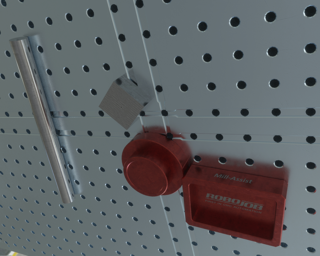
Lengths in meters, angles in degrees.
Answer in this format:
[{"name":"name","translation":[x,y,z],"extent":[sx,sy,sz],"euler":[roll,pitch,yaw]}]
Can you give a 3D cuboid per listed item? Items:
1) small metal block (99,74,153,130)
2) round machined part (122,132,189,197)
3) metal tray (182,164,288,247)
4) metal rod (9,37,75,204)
[{"name":"small metal block","translation":[-0.046,-0.034,0.413],"extent":[0.050,0.025,0.050],"euler":[40,129,0]},{"name":"round machined part","translation":[-0.012,0.058,0.442],"extent":[0.098,0.042,0.097],"euler":[13,124,20]},{"name":"metal tray","translation":[0.098,0.103,0.419],"extent":[0.130,0.030,0.089],"euler":[7,122,24]},{"name":"metal rod","translation":[-0.185,0.004,0.508],"extent":[0.025,0.025,0.298],"euler":[8,122,24]}]
